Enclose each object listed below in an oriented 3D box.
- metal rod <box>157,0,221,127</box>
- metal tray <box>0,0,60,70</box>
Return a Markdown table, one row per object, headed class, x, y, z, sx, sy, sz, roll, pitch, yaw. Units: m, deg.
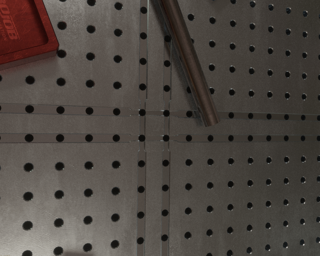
| class | x | y | z | sx | sy | sz | roll | pitch | yaw |
| --- | --- | --- | --- | --- | --- | --- | --- | --- | --- |
| metal rod | 0.021 | -0.144 | 0.421 | 0.025 | 0.025 | 0.298 | -24 | 98 | -19 |
| metal tray | -0.179 | -0.135 | 0.343 | 0.091 | 0.030 | 0.129 | -21 | 97 | -19 |
